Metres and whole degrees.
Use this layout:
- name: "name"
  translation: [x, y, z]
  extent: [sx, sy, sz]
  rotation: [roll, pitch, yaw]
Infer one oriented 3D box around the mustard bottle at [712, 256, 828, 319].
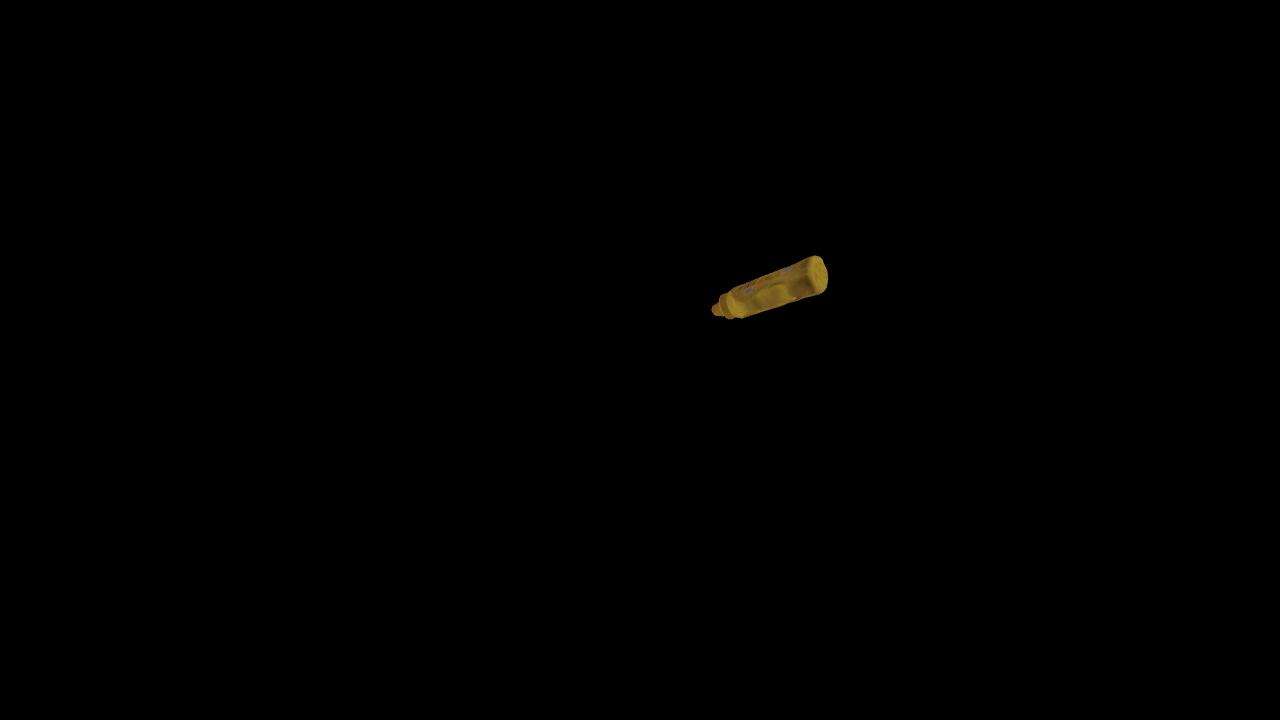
- name: "mustard bottle"
  translation: [0.192, -0.103, 0.950]
  extent: [0.184, 0.054, 0.092]
  rotation: [-18, 22, 34]
